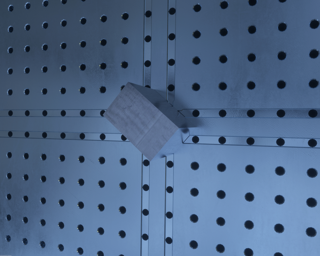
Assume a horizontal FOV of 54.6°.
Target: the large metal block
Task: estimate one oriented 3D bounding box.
[{"bbox_3d":[-0.010,-0.008,0.387,0.080,0.080,0.050,43,104,14],"label":"large metal block"}]
